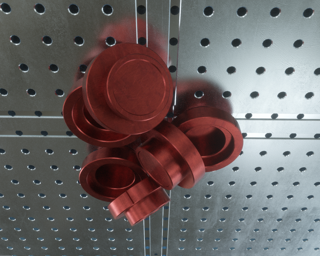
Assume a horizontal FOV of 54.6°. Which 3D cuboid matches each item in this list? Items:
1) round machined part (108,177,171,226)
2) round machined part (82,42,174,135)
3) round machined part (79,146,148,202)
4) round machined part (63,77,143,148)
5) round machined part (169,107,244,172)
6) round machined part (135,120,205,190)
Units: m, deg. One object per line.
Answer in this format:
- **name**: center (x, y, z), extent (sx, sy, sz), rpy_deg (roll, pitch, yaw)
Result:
- **round machined part**: center (-0.023, 0.107, 0.453), extent (0.098, 0.042, 0.098), rpy_deg (-32, 166, -9)
- **round machined part**: center (-0.028, -0.041, 0.329), extent (0.099, 0.042, 0.097), rpy_deg (-1, 93, -26)
- **round machined part**: center (-0.064, 0.063, 0.452), extent (0.099, 0.042, 0.097), rpy_deg (0, 130, 0)
- **round machined part**: center (-0.063, -0.025, 0.377), extent (0.099, 0.042, 0.097), rpy_deg (0, 130, 0)
- **round machined part**: center (0.056, 0.011, 0.409), extent (0.099, 0.042, 0.097), rpy_deg (0, 130, 0)
- **round machined part**: center (0.007, 0.040, 0.394), extent (0.042, 0.098, 0.098), rpy_deg (-38, 133, -23)
